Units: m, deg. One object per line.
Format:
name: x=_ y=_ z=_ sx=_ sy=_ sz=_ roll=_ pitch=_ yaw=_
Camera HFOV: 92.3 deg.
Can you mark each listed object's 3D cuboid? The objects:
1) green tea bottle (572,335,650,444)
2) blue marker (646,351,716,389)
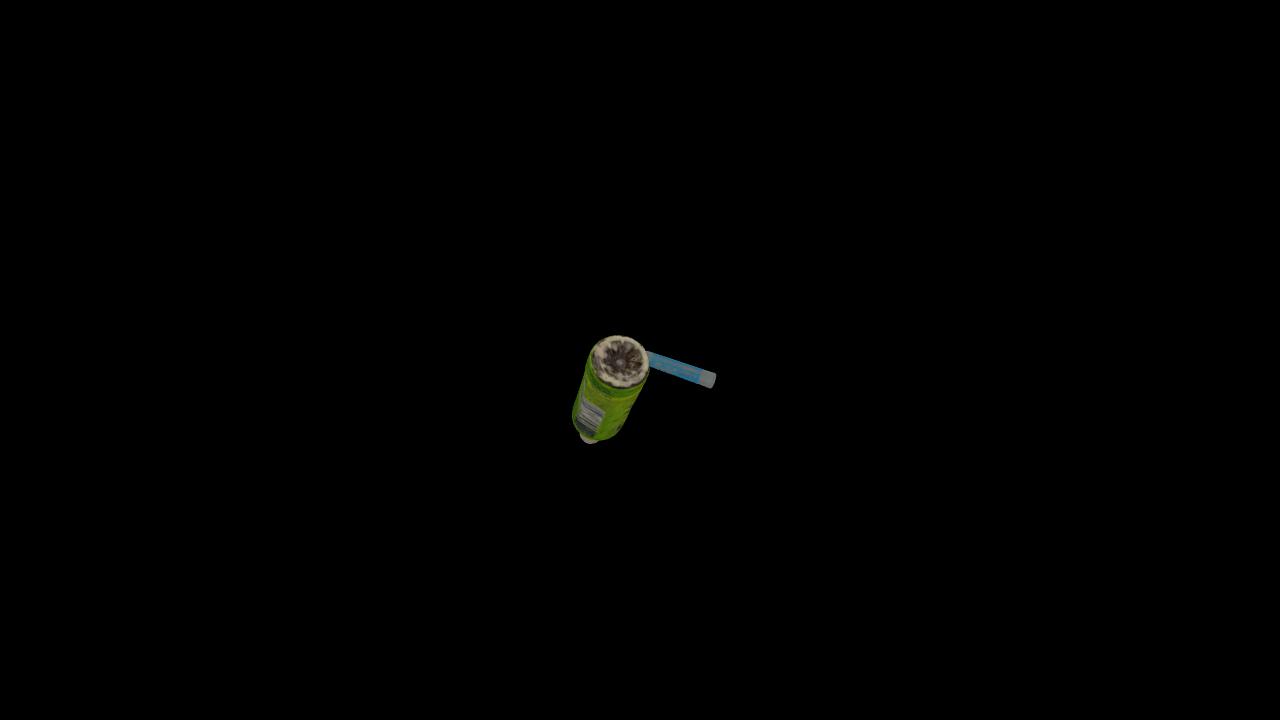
green tea bottle: x=-0.045 y=0.050 z=0.748 sx=0.073 sy=0.073 sz=0.212 roll=0 pitch=-28 yaw=-17
blue marker: x=0.032 y=0.006 z=0.735 sx=0.121 sy=0.020 sz=0.020 roll=19 pitch=7 yaw=20
